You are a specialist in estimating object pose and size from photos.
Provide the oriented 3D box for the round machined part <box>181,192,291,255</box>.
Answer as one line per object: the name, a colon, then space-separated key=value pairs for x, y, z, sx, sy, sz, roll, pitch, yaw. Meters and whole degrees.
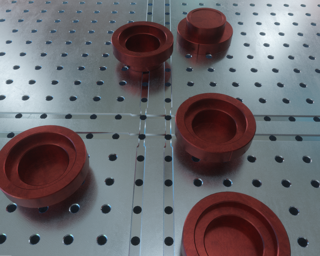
round machined part: x=0.070 y=0.115 z=0.301 sx=0.099 sy=0.042 sz=0.098 roll=0 pitch=50 yaw=0

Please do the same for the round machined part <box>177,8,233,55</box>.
round machined part: x=0.080 y=-0.176 z=0.545 sx=0.099 sy=0.042 sz=0.098 roll=0 pitch=50 yaw=0

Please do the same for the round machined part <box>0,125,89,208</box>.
round machined part: x=-0.131 y=0.047 z=0.356 sx=0.099 sy=0.042 sz=0.098 roll=0 pitch=50 yaw=0

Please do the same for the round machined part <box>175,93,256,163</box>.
round machined part: x=0.068 y=0.004 z=0.394 sx=0.099 sy=0.042 sz=0.098 roll=0 pitch=50 yaw=0

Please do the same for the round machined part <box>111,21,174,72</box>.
round machined part: x=-0.028 y=-0.129 z=0.505 sx=0.099 sy=0.042 sz=0.098 roll=0 pitch=50 yaw=0
